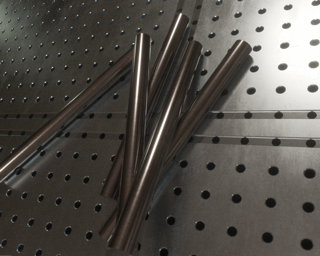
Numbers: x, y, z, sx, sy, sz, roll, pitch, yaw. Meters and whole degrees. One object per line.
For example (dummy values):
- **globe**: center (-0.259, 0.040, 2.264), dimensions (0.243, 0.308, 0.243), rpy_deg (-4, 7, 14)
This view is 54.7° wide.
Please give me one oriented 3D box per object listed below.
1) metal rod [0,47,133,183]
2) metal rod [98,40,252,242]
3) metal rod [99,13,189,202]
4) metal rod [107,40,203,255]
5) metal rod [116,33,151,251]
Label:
- **metal rod**: center (-0.149, -0.021, 0.496), dimensions (0.300, 0.025, 0.025), rpy_deg (-41, 51, -1)
- **metal rod**: center (0.025, 0.009, 0.388), dimensions (0.025, 0.025, 0.300), rpy_deg (28, 77, 37)
- **metal rod**: center (-0.015, -0.043, 0.440), dimensions (0.025, 0.025, 0.300), rpy_deg (7, 65, 31)
- **metal rod**: center (0.007, -0.001, 0.371), dimensions (0.025, 0.025, 0.300), rpy_deg (0, 51, 28)
- **metal rod**: center (-0.030, -0.005, 0.392), dimensions (0.025, 0.025, 0.299), rpy_deg (-11, 57, 22)
